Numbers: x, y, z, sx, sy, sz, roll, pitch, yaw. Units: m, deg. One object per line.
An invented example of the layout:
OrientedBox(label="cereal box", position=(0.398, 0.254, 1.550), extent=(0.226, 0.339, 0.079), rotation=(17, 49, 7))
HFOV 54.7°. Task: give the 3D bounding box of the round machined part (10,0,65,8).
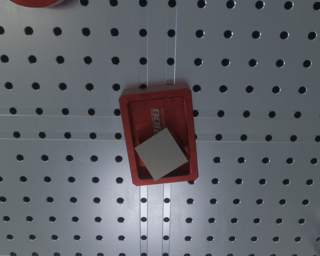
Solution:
OrientedBox(label="round machined part", position=(-0.135, -0.182, 0.336), extent=(0.099, 0.042, 0.097), rotation=(0, 110, 0))

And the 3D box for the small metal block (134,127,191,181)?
OrientedBox(label="small metal block", position=(0.004, 0.033, 0.403), extent=(0.050, 0.025, 0.050), rotation=(-33, 84, 11))

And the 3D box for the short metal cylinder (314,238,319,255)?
OrientedBox(label="short metal cylinder", position=(0.290, 0.202, 0.477), extent=(0.081, 0.050, 0.079), rotation=(0, 110, 0))

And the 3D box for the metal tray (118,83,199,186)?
OrientedBox(label="metal tray", position=(0.001, 0.011, 0.414), extent=(0.091, 0.030, 0.129), rotation=(-6, 110, 2))
